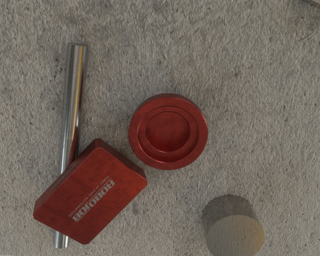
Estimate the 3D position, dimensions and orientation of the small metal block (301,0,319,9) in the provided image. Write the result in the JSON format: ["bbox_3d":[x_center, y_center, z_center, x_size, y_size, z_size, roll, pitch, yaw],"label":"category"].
[{"bbox_3d":[0.195,-0.163,0.352,0.050,0.025,0.050,20,109,-8],"label":"small metal block"}]

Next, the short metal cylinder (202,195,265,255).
[{"bbox_3d":[0.104,0.145,0.451,0.081,0.050,0.079,0,110,0],"label":"short metal cylinder"}]

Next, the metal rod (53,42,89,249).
[{"bbox_3d":[-0.124,0.037,0.422,0.025,0.025,0.298,9,110,-4],"label":"metal rod"}]

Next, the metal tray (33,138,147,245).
[{"bbox_3d":[-0.093,0.088,0.420,0.130,0.030,0.090,-46,116,6],"label":"metal tray"}]

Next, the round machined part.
[{"bbox_3d":[0.010,0.002,0.402,0.099,0.042,0.097,0,110,0],"label":"round machined part"}]
